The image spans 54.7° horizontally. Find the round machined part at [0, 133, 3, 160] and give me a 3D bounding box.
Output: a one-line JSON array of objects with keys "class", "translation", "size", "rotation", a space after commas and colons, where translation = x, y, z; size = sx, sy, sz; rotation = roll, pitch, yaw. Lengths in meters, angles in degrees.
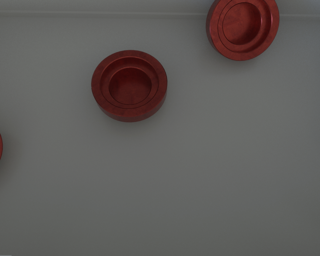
[{"class": "round machined part", "translation": [-0.247, 0.025, 0.374], "size": [0.099, 0.042, 0.098], "rotation": [6, 79, -31]}]

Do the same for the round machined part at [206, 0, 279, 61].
[{"class": "round machined part", "translation": [0.112, -0.148, 0.437], "size": [0.099, 0.042, 0.097], "rotation": [-4, 114, -8]}]

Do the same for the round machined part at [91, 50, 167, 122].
[{"class": "round machined part", "translation": [-0.040, -0.053, 0.419], "size": [0.099, 0.042, 0.098], "rotation": [0, 70, 0]}]
